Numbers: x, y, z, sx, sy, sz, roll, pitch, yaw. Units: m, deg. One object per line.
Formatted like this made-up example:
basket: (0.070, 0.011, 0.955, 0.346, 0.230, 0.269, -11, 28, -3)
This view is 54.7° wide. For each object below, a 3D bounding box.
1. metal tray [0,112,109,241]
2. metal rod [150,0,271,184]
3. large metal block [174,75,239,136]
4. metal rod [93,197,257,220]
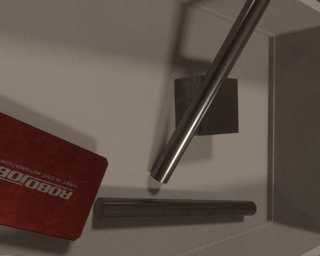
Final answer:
metal tray: (-0.124, 0.049, 0.301, 0.131, 0.030, 0.090, 30, 71, -36)
metal rod: (0.069, -0.063, 0.386, 0.025, 0.025, 0.299, 21, 102, -39)
large metal block: (0.069, -0.031, 0.450, 0.081, 0.050, 0.079, -3, 92, -40)
metal rod: (0.045, 0.116, 0.446, 0.302, 0.025, 0.025, 12, 82, -40)
